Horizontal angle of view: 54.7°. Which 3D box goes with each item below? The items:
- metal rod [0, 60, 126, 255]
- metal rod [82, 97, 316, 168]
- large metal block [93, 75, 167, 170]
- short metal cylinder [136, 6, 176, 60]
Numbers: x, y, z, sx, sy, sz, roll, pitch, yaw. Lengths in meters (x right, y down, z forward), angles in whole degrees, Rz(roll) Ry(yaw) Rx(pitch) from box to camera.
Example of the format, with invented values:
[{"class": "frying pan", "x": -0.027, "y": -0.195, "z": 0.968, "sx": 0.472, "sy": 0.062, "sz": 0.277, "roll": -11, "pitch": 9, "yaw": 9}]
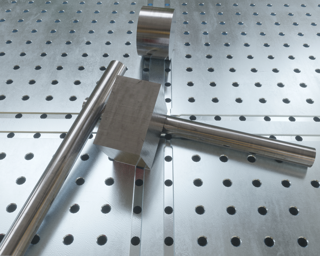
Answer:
[{"class": "metal rod", "x": -0.108, "y": 0.032, "z": 0.358, "sx": 0.025, "sy": 0.025, "sz": 0.300, "roll": 15, "pitch": 58, "yaw": 12}, {"class": "metal rod", "x": 0.042, "y": 0.003, "z": 0.405, "sx": 0.301, "sy": 0.025, "sz": 0.025, "roll": 13, "pitch": 51, "yaw": 10}, {"class": "large metal block", "x": -0.029, "y": -0.003, "z": 0.358, "sx": 0.050, "sy": 0.080, "sz": 0.080, "roll": 13, "pitch": 74, "yaw": 10}, {"class": "short metal cylinder", "x": -0.004, "y": -0.153, "z": 0.500, "sx": 0.050, "sy": 0.080, "sz": 0.080, "roll": 8, "pitch": 51, "yaw": 6}]
